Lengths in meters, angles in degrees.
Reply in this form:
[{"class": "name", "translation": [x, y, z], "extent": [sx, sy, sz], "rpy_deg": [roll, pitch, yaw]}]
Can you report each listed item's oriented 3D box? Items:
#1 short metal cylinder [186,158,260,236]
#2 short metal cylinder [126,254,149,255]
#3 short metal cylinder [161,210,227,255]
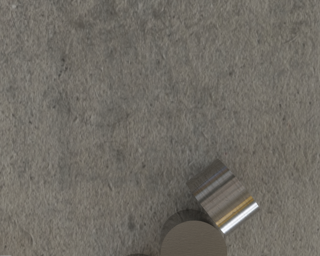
[{"class": "short metal cylinder", "translation": [0.077, 0.085, 0.384], "extent": [0.050, 0.080, 0.080], "rpy_deg": [-38, 91, 0]}, {"class": "short metal cylinder", "translation": [-0.030, 0.211, 0.397], "extent": [0.081, 0.050, 0.079], "rpy_deg": [0, 90, -1]}, {"class": "short metal cylinder", "translation": [0.041, 0.151, 0.398], "extent": [0.081, 0.050, 0.079], "rpy_deg": [0, 90, -1]}]
